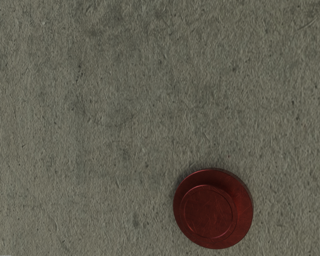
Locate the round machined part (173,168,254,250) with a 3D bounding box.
[{"bbox_3d":[0.062,0.100,0.378,0.098,0.042,0.097,0,90,20],"label":"round machined part"}]
